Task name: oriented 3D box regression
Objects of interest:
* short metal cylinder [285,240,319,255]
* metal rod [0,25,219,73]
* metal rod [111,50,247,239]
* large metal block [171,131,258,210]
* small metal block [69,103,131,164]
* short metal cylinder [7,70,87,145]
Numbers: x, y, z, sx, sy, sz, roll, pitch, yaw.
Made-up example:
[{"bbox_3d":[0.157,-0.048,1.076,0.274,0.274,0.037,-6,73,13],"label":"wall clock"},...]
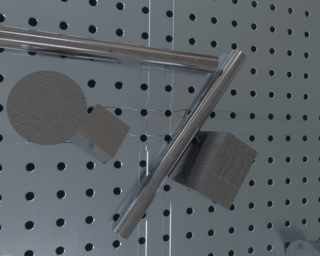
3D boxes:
[{"bbox_3d":[0.240,0.213,0.473,0.050,0.080,0.080,6,88,-20],"label":"short metal cylinder"},{"bbox_3d":[-0.064,-0.097,0.388,0.302,0.025,0.025,3,89,-20],"label":"metal rod"},{"bbox_3d":[0.032,0.014,0.424,0.025,0.025,0.300,38,78,-16],"label":"metal rod"},{"bbox_3d":[0.069,0.051,0.409,0.050,0.080,0.080,33,79,-17],"label":"large metal block"},{"bbox_3d":[-0.071,0.007,0.375,0.050,0.025,0.050,38,49,-16],"label":"small metal block"},{"bbox_3d":[-0.127,-0.022,0.353,0.081,0.050,0.079,0,90,-20],"label":"short metal cylinder"}]
